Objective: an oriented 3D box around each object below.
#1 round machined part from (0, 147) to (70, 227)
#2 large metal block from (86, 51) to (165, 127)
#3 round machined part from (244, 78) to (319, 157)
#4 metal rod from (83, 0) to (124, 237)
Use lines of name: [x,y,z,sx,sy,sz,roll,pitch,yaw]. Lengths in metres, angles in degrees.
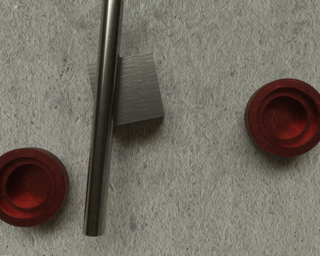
round machined part: [-0.166,0.073,0.400,0.099,0.042,0.097,0,90,0]
large metal block: [-0.041,-0.046,0.397,0.080,0.050,0.080,-11,90,0]
round machined part: [0.158,-0.013,0.403,0.099,0.042,0.097,0,90,0]
metal rod: [-0.064,-0.027,0.359,0.025,0.025,0.298,5,90,0]
